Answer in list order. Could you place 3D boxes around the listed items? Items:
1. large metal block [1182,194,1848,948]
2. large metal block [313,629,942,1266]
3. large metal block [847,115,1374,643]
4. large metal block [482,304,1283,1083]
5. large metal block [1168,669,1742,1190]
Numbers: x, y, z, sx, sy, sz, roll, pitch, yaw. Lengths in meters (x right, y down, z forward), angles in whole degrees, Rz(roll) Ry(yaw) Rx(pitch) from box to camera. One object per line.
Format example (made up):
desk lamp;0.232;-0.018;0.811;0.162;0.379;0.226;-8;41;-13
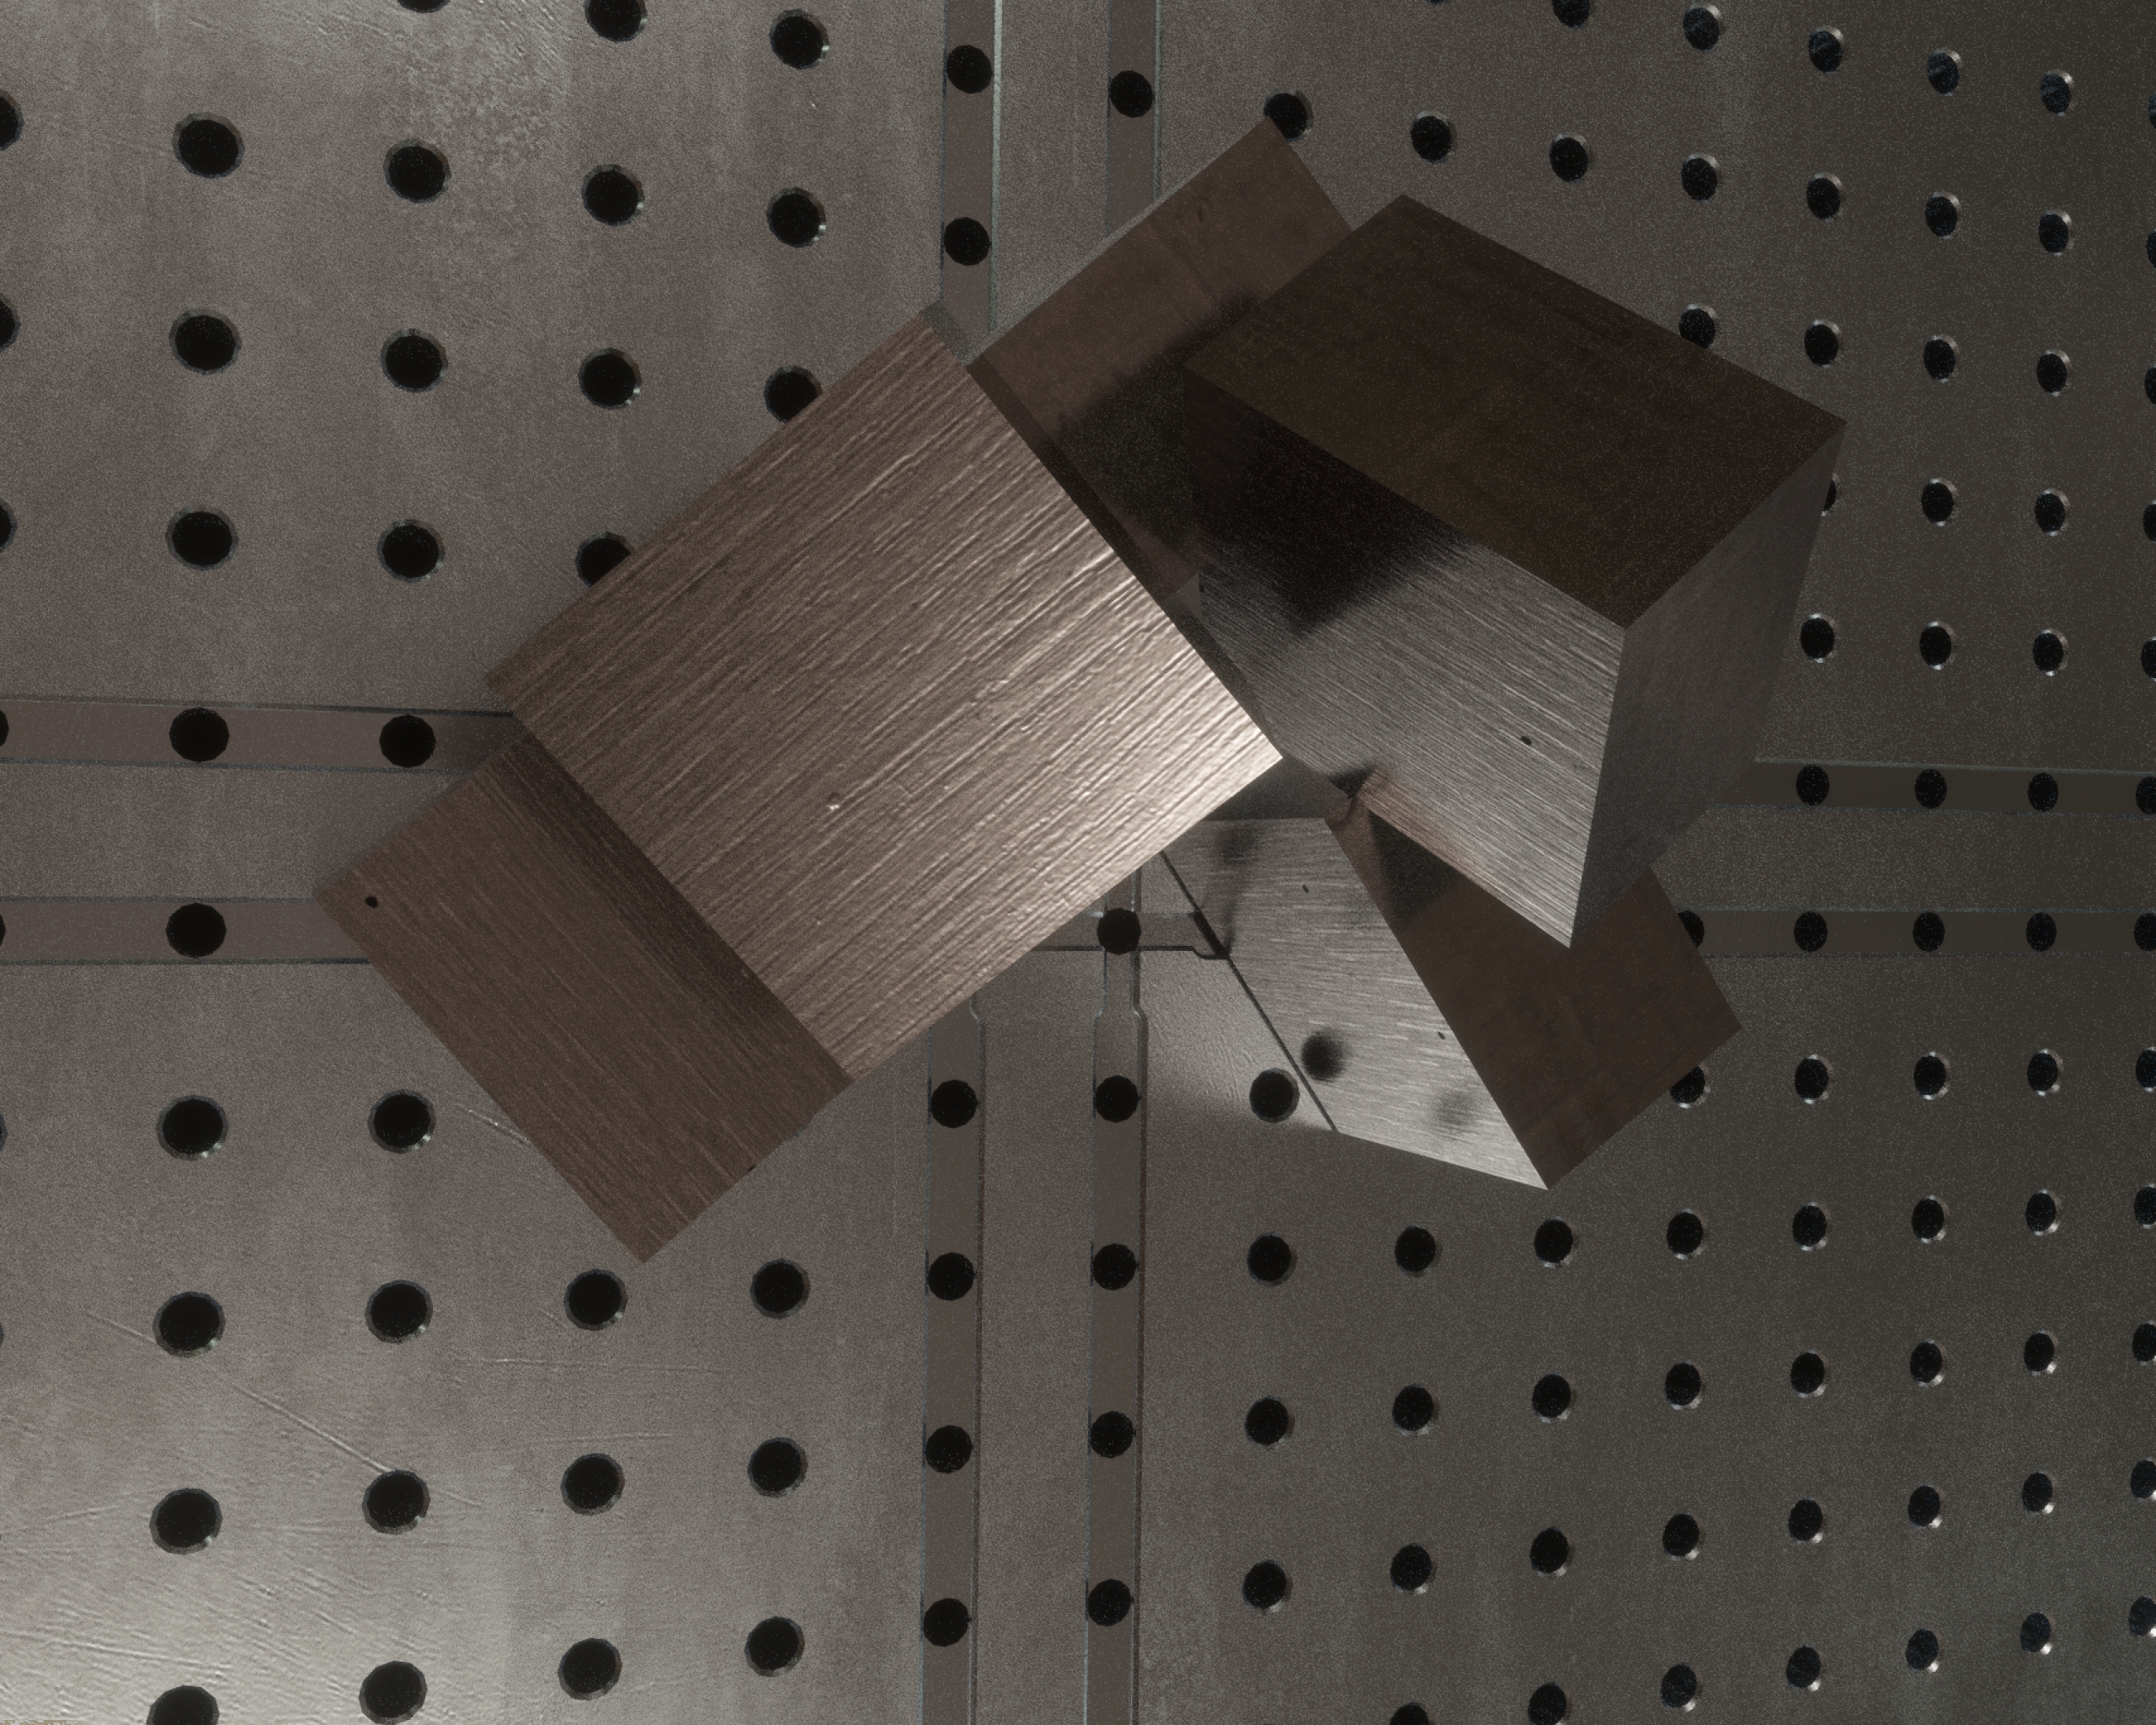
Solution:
large metal block;0.065;-0.046;0.333;0.080;0.080;0.050;38;68;27
large metal block;-0.076;0.011;0.371;0.080;0.050;0.080;-41;104;-16
large metal block;0.006;-0.081;0.385;0.080;0.080;0.050;-43;104;-15
large metal block;-0.028;-0.028;0.320;0.080;0.050;0.080;-38;104;10
large metal block;0.069;0.011;0.408;0.050;0.080;0.080;-36;102;-17
